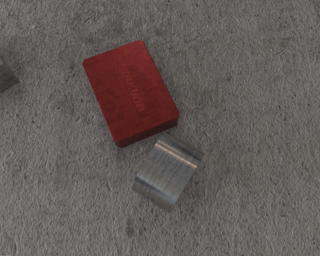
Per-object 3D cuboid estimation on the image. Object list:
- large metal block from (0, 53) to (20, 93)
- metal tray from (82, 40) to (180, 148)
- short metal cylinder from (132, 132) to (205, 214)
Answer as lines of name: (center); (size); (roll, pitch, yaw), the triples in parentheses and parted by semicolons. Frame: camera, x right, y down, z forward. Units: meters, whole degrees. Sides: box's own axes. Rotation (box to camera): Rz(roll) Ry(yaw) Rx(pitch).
large metal block: (-0.257, -0.082, 0.423); (0.080, 0.050, 0.080); (-35, 74, -12)
metal tray: (-0.041, -0.049, 0.423); (0.091, 0.030, 0.130); (-22, 72, -8)
short metal cylinder: (0.011, 0.051, 0.360); (0.050, 0.080, 0.080); (30, 73, 10)
